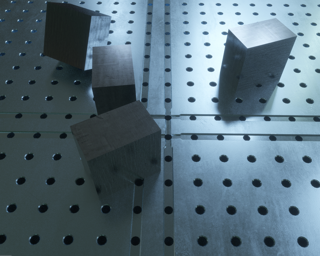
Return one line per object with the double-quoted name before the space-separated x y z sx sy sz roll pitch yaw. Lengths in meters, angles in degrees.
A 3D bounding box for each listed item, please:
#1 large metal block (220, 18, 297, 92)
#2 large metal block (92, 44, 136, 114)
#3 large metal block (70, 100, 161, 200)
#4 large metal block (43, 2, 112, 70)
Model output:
"large metal block" 0.144 -0.109 0.466 0.081 0.080 0.050 -17 52 -14
"large metal block" -0.059 -0.054 0.416 0.050 0.080 0.080 -5 50 -5
"large metal block" -0.046 0.025 0.350 0.081 0.080 0.050 -23 54 -19
"large metal block" -0.129 -0.144 0.482 0.080 0.079 0.050 23 26 17
